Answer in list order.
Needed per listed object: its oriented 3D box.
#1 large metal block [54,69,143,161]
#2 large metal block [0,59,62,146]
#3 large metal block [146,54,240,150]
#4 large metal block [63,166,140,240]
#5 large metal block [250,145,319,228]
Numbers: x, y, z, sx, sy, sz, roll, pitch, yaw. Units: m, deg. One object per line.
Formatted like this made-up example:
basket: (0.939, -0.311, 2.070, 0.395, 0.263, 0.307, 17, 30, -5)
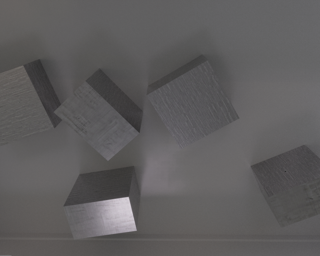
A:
large metal block: (-0.068, -0.019, 0.374, 0.050, 0.080, 0.080, -41, 105, 14)
large metal block: (-0.177, -0.031, 0.385, 0.080, 0.050, 0.080, -18, 109, 6)
large metal block: (0.039, -0.033, 0.386, 0.080, 0.050, 0.080, -29, 108, 10)
large metal block: (-0.073, 0.098, 0.417, 0.080, 0.080, 0.050, -9, 110, 3)
large metal block: (0.177, 0.074, 0.411, 0.080, 0.080, 0.050, -23, 109, 8)
